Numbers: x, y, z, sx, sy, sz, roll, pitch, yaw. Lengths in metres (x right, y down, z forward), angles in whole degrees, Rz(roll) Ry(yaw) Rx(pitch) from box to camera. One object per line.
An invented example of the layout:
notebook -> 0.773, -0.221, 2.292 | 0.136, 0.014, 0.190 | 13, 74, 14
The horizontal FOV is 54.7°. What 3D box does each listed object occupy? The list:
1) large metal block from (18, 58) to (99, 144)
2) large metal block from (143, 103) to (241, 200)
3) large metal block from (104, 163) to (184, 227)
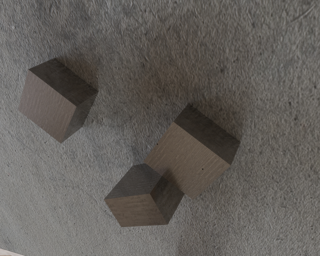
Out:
large metal block -> -0.147, -0.039, 0.444 | 0.080, 0.050, 0.080 | 38, 129, 3
large metal block -> 0.039, 0.030, 0.389 | 0.080, 0.050, 0.080 | 38, 129, 2
large metal block -> -0.017, 0.090, 0.436 | 0.080, 0.080, 0.050 | -15, 110, 34
